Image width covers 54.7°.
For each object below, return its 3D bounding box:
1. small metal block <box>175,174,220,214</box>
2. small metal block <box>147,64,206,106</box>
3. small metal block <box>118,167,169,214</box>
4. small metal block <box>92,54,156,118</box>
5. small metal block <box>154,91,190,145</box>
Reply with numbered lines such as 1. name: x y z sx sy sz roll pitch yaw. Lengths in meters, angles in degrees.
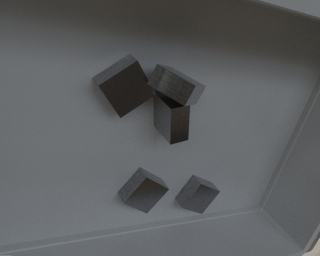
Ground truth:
1. small metal block: 0.062 0.110 0.510 0.050 0.025 0.050 28 103 -38
2. small metal block: 0.021 -0.050 0.360 0.025 0.050 0.050 -62 165 16
3. small metal block: -0.024 0.092 0.452 0.050 0.025 0.050 -49 129 6
4. small metal block: -0.040 -0.048 0.357 0.050 0.025 0.050 -34 129 -6
5. small metal block: 0.014 -0.015 0.390 0.025 0.050 0.050 -14 124 -21
